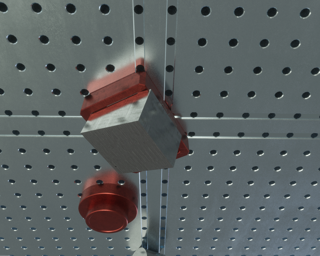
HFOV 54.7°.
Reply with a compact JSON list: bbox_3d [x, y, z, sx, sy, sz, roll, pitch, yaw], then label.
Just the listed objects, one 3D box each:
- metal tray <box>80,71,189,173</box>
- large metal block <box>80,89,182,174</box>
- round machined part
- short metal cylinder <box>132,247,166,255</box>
[{"bbox_3d":[-0.029,-0.001,0.406,0.090,0.030,0.130,-22,127,17],"label":"metal tray"},{"bbox_3d":[-0.031,0.008,0.371,0.080,0.050,0.080,-11,132,30],"label":"large metal block"},{"bbox_3d":[-0.087,0.140,0.519,0.099,0.042,0.097,-1,130,0],"label":"round machined part"},{"bbox_3d":[-0.026,0.288,0.621,0.050,0.080,0.080,27,125,-21],"label":"short metal cylinder"}]
